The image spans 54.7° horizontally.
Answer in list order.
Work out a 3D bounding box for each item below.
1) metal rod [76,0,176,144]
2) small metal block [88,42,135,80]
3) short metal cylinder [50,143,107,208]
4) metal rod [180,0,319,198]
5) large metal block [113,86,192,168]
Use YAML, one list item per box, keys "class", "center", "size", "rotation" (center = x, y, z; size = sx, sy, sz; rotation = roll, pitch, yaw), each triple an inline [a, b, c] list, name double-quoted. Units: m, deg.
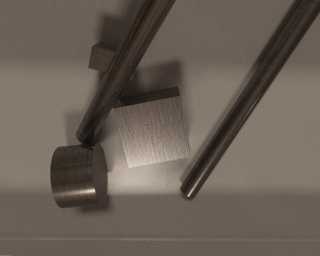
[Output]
- class: "metal rod"
  center: [-0.033, -0.069, 0.310]
  size: [0.025, 0.025, 0.298]
  rotation: [29, 137, -11]
- class: "small metal block"
  center: [-0.053, -0.081, 0.367]
  size: [0.050, 0.050, 0.025]
  rotation: [14, 110, -6]
- class: "short metal cylinder"
  center: [-0.102, 0.061, 0.403]
  size: [0.050, 0.080, 0.079]
  rotation: [-6, 110, 2]
- class: "metal rod"
  center: [0.112, -0.031, 0.401]
  size: [0.025, 0.025, 0.298]
  rotation: [27, 108, -10]
- class: "large metal block"
  center: [-0.008, -0.002, 0.397]
  size: [0.080, 0.050, 0.079]
  rotation: [-11, 110, 3]
